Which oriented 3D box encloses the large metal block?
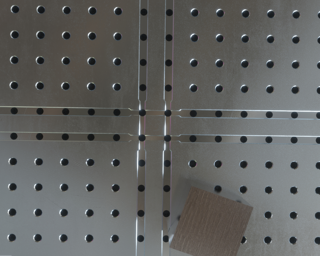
[{"bbox_3d":[0.063,0.121,0.402,0.080,0.050,0.080,20,90,-1],"label":"large metal block"}]
